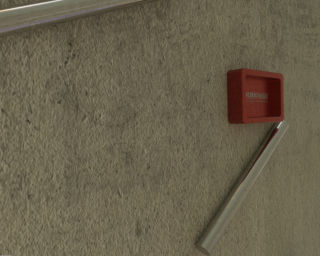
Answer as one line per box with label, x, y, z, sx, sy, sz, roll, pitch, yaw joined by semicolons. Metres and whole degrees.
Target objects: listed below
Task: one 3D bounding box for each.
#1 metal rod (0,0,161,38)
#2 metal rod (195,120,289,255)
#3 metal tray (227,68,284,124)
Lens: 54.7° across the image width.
metal rod;-0.080;-0.134;0.338;0.302;0.025;0.025;-30;109;-36
metal rod;0.153;0.087;0.536;0.301;0.025;0.025;-46;118;-30
metal tray;0.172;-0.054;0.548;0.131;0.030;0.089;-3;92;-40
